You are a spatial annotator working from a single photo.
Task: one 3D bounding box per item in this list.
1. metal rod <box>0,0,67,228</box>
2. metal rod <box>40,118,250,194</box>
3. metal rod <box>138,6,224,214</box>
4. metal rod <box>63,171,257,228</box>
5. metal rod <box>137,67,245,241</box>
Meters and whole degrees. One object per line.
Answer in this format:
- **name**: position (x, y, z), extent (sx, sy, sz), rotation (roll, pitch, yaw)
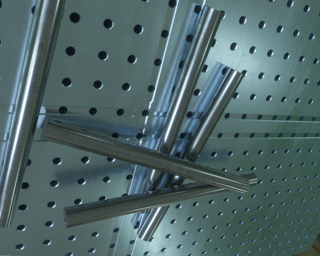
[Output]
- **metal rod**: position (-0.140, -0.017, 0.324), extent (0.025, 0.025, 0.298), rotation (8, 114, -33)
- **metal rod**: position (0.000, 0.044, 0.409), extent (0.302, 0.025, 0.025), rotation (19, 108, -26)
- **metal rod**: position (0.017, -0.008, 0.417), extent (0.025, 0.025, 0.298), rotation (5, 116, -31)
- **metal rod**: position (0.018, 0.098, 0.449), extent (0.303, 0.025, 0.025), rotation (-6, 121, -26)
- **metal rod**: position (0.039, 0.049, 0.465), extent (0.025, 0.025, 0.298), rotation (15, 111, -35)
